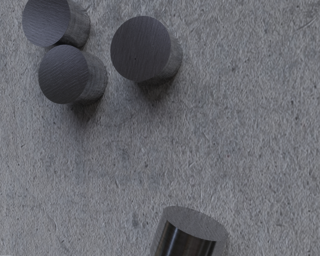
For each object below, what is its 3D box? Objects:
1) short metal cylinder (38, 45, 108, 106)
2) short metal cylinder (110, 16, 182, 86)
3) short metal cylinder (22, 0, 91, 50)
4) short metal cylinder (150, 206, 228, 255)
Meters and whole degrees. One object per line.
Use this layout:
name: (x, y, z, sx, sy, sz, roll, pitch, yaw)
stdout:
short metal cylinder: (-0.122, -0.072, 0.439, 0.080, 0.050, 0.080, 0, 90, 20)
short metal cylinder: (-0.016, -0.097, 0.401, 0.080, 0.050, 0.080, 0, 90, 20)
short metal cylinder: (-0.149, -0.151, 0.448, 0.080, 0.050, 0.080, 0, 90, 20)
short metal cylinder: (0.034, 0.134, 0.368, 0.080, 0.080, 0.050, 20, 97, 19)
